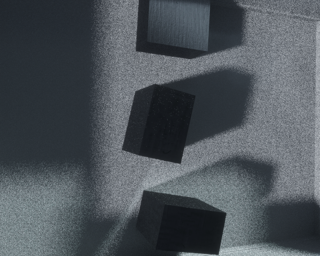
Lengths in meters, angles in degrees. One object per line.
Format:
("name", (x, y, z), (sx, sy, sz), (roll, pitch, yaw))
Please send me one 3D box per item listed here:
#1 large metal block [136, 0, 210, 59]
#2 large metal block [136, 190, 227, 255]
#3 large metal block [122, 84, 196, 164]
("large metal block", (0.016, -0.139, 0.403), (0.081, 0.050, 0.080), (4, 89, -20))
("large metal block", (0.024, 0.117, 0.390), (0.081, 0.080, 0.050), (13, 86, -20))
("large metal block", (-0.005, -0.004, 0.379), (0.050, 0.080, 0.080), (14, 85, -20))
